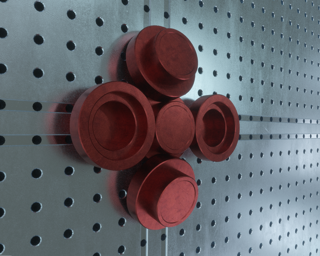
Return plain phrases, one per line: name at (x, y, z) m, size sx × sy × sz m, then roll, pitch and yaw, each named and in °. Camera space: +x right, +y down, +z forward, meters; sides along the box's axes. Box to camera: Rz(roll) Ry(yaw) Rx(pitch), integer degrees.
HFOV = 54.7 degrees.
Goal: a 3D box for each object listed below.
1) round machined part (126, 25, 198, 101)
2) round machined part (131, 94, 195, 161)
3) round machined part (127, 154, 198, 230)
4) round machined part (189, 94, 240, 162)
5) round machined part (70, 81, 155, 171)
round machined part at (0.010, -0.086, 0.393) m, size 0.099 × 0.042 × 0.098 m, roll 13°, pitch 68°, yaw -35°
round machined part at (0.008, -0.001, 0.405) m, size 0.099 × 0.042 × 0.097 m, roll 0°, pitch 90°, yaw -40°
round machined part at (0.010, 0.086, 0.394) m, size 0.099 × 0.042 × 0.097 m, roll -15°, pitch 114°, yaw -36°
round machined part at (0.072, 0.000, 0.460) m, size 0.099 × 0.042 × 0.097 m, roll 0°, pitch 90°, yaw -40°
round machined part at (-0.056, -0.002, 0.352) m, size 0.099 × 0.042 × 0.097 m, roll 0°, pitch 90°, yaw -40°
